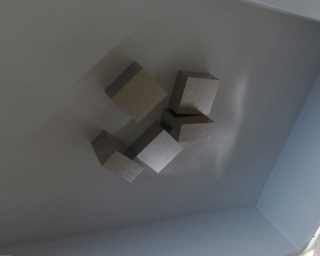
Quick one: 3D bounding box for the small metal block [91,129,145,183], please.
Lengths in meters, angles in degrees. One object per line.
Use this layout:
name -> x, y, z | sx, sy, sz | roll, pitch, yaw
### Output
small metal block -> -0.053, 0.035, 0.386 | 0.025, 0.050, 0.050 | -47, 130, 5

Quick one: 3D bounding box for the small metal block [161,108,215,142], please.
small metal block -> 0.036, -0.005, 0.410 | 0.050, 0.050, 0.025 | -3, 117, -28

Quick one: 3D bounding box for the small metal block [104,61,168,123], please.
small metal block -> -0.028, -0.042, 0.369 | 0.050, 0.025, 0.050 | -45, 130, 3

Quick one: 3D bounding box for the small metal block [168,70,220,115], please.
small metal block -> 0.045, -0.046, 0.407 | 0.050, 0.025, 0.050 | 1, 118, -29

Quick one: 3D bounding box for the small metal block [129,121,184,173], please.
small metal block -> -0.004, 0.026, 0.425 | 0.050, 0.025, 0.050 | -44, 130, 3
